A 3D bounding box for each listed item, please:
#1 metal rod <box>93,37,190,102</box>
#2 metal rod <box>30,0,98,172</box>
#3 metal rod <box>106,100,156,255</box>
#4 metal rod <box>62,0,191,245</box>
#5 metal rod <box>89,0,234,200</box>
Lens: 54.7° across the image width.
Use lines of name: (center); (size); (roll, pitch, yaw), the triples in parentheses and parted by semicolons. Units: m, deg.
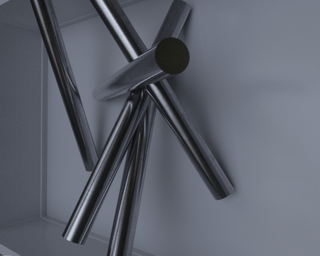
metal rod: (-0.043, -0.051, 0.348); (0.299, 0.025, 0.025); (-177, 87, -70)
metal rod: (-0.133, -0.069, 0.434); (0.025, 0.025, 0.298); (12, 124, 39)
metal rod: (-0.027, 0.037, 0.356); (0.025, 0.025, 0.299); (-11, 60, 39)
metal rod: (-0.032, -0.018, 0.354); (0.025, 0.025, 0.299); (13, 73, 39)
metal rod: (-0.007, -0.052, 0.338); (0.025, 0.025, 0.299); (-29, 96, 36)
